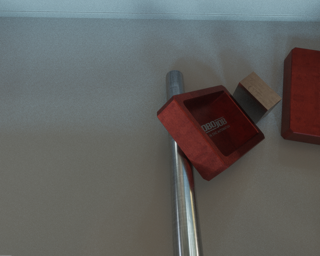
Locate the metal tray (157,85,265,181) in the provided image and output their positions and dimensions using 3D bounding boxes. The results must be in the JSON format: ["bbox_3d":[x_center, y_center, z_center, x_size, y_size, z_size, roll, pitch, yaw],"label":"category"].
[{"bbox_3d":[0.065,-0.002,0.362,0.090,0.030,0.131,54,35,12],"label":"metal tray"}]

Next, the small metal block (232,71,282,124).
[{"bbox_3d":[0.126,-0.039,0.412,0.025,0.050,0.050,-38,75,-13],"label":"small metal block"}]

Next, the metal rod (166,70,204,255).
[{"bbox_3d":[0.022,0.033,0.331,0.025,0.025,0.300,0,44,-1],"label":"metal rod"}]

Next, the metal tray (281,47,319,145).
[{"bbox_3d":[0.219,-0.043,0.425,0.091,0.030,0.130,9,70,3],"label":"metal tray"}]
